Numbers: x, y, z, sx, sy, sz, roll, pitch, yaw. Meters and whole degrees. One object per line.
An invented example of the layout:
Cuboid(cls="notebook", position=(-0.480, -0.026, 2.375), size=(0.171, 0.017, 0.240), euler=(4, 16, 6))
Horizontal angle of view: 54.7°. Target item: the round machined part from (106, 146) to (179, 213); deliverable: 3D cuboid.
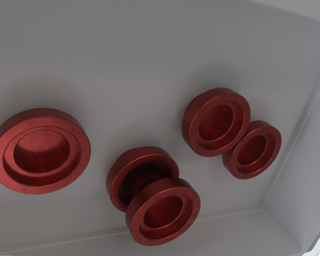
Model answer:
Cuboid(cls="round machined part", position=(-0.027, 0.066, 0.424), size=(0.099, 0.042, 0.097), euler=(-14, 124, -21))

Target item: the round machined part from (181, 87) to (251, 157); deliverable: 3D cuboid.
Cuboid(cls="round machined part", position=(0.073, -0.011, 0.430), size=(0.099, 0.042, 0.097), euler=(-14, 124, -21))

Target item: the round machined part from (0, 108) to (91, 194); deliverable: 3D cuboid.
Cuboid(cls="round machined part", position=(-0.130, 0.021, 0.340), size=(0.099, 0.042, 0.097), euler=(-14, 124, -21))

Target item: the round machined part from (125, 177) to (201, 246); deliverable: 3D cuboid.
Cuboid(cls="round machined part", position=(0.000, 0.104, 0.408), size=(0.099, 0.042, 0.097), euler=(-14, 125, -21))

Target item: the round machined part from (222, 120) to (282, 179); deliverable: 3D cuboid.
Cuboid(cls="round machined part", position=(0.140, 0.030, 0.493), size=(0.099, 0.042, 0.097), euler=(-14, 124, -21))
